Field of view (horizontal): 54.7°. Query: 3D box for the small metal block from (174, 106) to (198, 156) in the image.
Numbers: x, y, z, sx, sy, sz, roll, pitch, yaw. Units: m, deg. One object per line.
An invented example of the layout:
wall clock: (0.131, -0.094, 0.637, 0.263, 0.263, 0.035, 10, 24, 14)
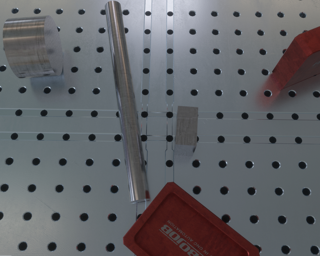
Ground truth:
small metal block: (0.033, 0.005, 0.397, 0.025, 0.050, 0.050, 4, 70, 1)

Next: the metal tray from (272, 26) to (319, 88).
metal tray: (0.228, -0.108, 0.418, 0.131, 0.090, 0.030, -23, 72, -8)

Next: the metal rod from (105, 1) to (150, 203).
metal rod: (-0.048, -0.050, 0.429, 0.025, 0.025, 0.299, -9, 70, -3)

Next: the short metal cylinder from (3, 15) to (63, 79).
short metal cylinder: (-0.169, -0.109, 0.421, 0.050, 0.080, 0.080, -5, 70, -2)

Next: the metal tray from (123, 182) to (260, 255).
metal tray: (0.035, 0.137, 0.359, 0.130, 0.030, 0.090, 37, 74, 12)
